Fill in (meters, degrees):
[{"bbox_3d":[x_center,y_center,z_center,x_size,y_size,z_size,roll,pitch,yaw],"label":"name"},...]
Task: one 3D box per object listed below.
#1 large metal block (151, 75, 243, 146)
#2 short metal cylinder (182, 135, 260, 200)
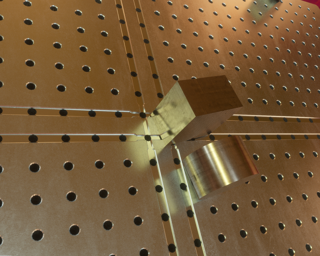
[{"bbox_3d":[0.047,-0.023,0.412,0.081,0.080,0.050,-12,68,-33],"label":"large metal block"},{"bbox_3d":[0.074,0.050,0.382,0.081,0.080,0.050,-10,67,-32],"label":"short metal cylinder"}]
